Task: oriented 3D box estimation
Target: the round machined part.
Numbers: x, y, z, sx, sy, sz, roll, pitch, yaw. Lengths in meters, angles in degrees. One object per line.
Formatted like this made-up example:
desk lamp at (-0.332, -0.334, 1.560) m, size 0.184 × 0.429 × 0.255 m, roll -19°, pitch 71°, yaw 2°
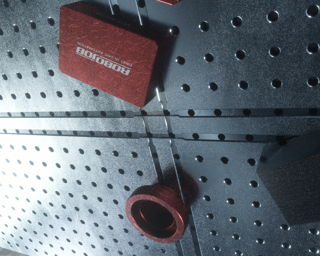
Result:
round machined part at (-0.001, 0.127, 0.479) m, size 0.098 × 0.042 × 0.097 m, roll 13°, pitch 124°, yaw 21°

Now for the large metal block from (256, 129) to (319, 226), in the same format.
large metal block at (0.166, 0.054, 0.341) m, size 0.080 × 0.050 × 0.080 m, roll -25°, pitch 105°, yaw 37°

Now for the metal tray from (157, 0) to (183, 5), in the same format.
metal tray at (-0.006, -0.195, 0.290) m, size 0.090 × 0.030 × 0.129 m, roll 23°, pitch 127°, yaw 14°

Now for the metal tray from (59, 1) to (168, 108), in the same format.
metal tray at (-0.063, -0.091, 0.385) m, size 0.130 × 0.030 × 0.089 m, roll 25°, pitch 127°, yaw 13°
